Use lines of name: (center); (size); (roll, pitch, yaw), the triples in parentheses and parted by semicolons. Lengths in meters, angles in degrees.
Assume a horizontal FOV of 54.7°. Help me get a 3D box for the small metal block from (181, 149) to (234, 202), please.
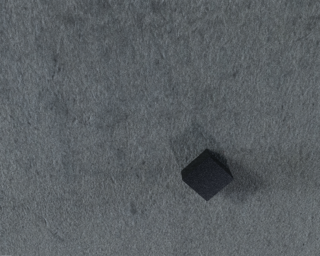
small metal block: (0.066, 0.066, 0.435); (0.050, 0.025, 0.050); (42, 104, -14)
